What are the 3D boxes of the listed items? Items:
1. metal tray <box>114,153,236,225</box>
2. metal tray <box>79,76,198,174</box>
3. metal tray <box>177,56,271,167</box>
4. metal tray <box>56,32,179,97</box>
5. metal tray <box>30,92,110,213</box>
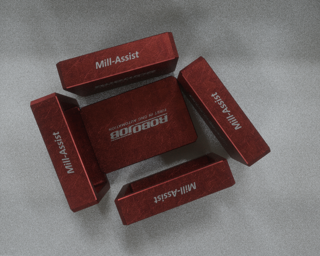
[{"bbox_3d":[0.016,0.069,0.377,0.131,0.090,0.030,-20,90,-1],"label":"metal tray"},{"bbox_3d":[-0.027,-0.004,0.406,0.131,0.030,0.090,-20,90,-1],"label":"metal tray"},{"bbox_3d":[0.072,-0.019,0.378,0.030,0.090,0.130,-36,90,1],"label":"metal tray"},{"bbox_3d":[-0.046,-0.073,0.376,0.131,0.090,0.030,-16,90,-1],"label":"metal tray"},{"bbox_3d":[-0.104,0.026,0.375,0.030,0.090,0.129,-21,90,0],"label":"metal tray"}]
